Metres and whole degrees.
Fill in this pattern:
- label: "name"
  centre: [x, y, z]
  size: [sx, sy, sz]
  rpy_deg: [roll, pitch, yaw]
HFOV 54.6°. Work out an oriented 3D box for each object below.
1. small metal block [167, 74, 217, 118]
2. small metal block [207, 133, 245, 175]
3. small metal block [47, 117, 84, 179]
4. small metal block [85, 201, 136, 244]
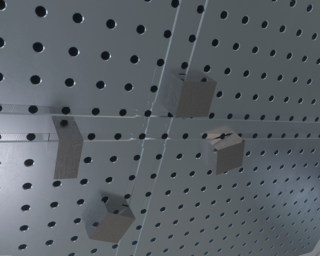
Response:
- label: "small metal block"
  centre: [0.041, -0.042, 0.407]
  size: [0.050, 0.025, 0.050]
  rpy_deg: [-3, 120, -27]
- label: "small metal block"
  centre: [0.105, 0.041, 0.493]
  size: [0.050, 0.025, 0.050]
  rpy_deg: [-16, 125, -19]
- label: "small metal block"
  centre: [-0.108, 0.022, 0.349]
  size: [0.025, 0.050, 0.050]
  rpy_deg: [2, 118, -29]
- label: "small metal block"
  centre: [-0.073, 0.139, 0.457]
  size: [0.050, 0.025, 0.050]
  rpy_deg: [27, 104, -37]
